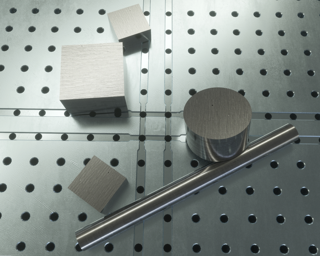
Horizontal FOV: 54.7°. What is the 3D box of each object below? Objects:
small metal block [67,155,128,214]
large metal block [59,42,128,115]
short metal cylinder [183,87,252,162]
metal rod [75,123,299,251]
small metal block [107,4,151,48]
[{"bbox_3d":[-0.076,0.070,0.385,0.050,0.025,0.050,34,73,11],"label":"small metal block"},{"bbox_3d":[-0.087,-0.066,0.422,0.081,0.050,0.080,-4,70,-2],"label":"large metal block"},{"bbox_3d":[0.072,-0.005,0.389,0.080,0.050,0.080,-5,53,6],"label":"short metal cylinder"},{"bbox_3d":[0.041,0.069,0.387,0.302,0.025,0.025,-25,72,-9],"label":"metal rod"},{"bbox_3d":[-0.046,-0.153,0.467,0.050,0.025,0.050,-21,72,-8],"label":"small metal block"}]
